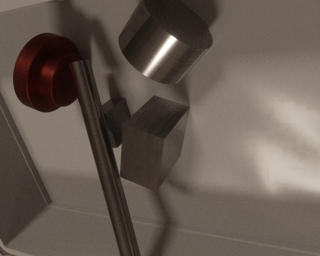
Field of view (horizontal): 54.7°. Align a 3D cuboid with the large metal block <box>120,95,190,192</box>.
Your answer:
[{"bbox_3d":[-0.006,0.017,0.386,0.050,0.080,0.079,19,126,16],"label":"large metal block"}]

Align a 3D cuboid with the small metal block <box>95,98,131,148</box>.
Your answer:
[{"bbox_3d":[-0.063,-0.007,0.419,0.025,0.050,0.050,-2,118,28],"label":"small metal block"}]

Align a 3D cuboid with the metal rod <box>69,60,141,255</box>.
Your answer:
[{"bbox_3d":[-0.062,0.066,0.387,0.025,0.025,0.298,-9,99,31],"label":"metal rod"}]

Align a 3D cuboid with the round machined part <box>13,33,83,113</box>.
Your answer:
[{"bbox_3d":[-0.129,-0.065,0.387,0.042,0.098,0.097,21,126,16],"label":"round machined part"}]

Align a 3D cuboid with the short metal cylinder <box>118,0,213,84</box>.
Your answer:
[{"bbox_3d":[0.006,-0.091,0.313,0.080,0.080,0.050,42,129,-1],"label":"short metal cylinder"}]
